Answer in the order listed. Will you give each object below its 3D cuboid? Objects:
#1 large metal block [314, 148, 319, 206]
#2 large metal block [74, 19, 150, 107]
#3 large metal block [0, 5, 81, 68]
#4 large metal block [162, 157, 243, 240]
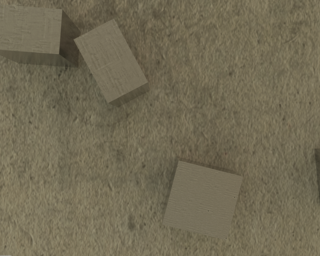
[{"bbox_3d":[0.241,0.066,0.386,0.050,0.080,0.079,-6,90,0],"label":"large metal block"},{"bbox_3d":[-0.054,-0.074,0.382,0.050,0.080,0.080,-28,90,0],"label":"large metal block"},{"bbox_3d":[-0.150,-0.109,0.380,0.081,0.080,0.050,4,90,-1],"label":"large metal block"},{"bbox_3d":[0.051,0.087,0.398,0.080,0.050,0.080,14,90,-1],"label":"large metal block"}]
